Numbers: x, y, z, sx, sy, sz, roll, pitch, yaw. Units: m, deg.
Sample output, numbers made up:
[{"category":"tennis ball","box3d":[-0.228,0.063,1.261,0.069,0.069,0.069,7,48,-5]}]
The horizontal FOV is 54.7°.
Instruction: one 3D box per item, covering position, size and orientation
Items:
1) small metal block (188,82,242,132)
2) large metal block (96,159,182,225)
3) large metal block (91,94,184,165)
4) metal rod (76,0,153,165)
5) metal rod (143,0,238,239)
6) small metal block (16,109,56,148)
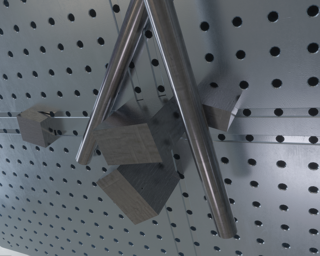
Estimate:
[{"category":"small metal block","box3d":[0.059,-0.025,0.348,0.050,0.050,0.025,17,125,18]},{"category":"large metal block","box3d":[-0.027,0.073,0.435,0.080,0.080,0.050,49,129,-7]},{"category":"large metal block","box3d":[-0.023,0.002,0.389,0.080,0.080,0.050,-7,115,31]},{"category":"metal rod","box3d":[-0.068,-0.050,0.415,0.025,0.025,0.298,34,129,6]},{"category":"metal rod","box3d":[0.037,-0.003,0.324,0.025,0.025,0.298,-5,116,30]},{"category":"small metal block","box3d":[-0.208,0.000,0.521,0.050,0.025,0.050,14,124,20]}]
